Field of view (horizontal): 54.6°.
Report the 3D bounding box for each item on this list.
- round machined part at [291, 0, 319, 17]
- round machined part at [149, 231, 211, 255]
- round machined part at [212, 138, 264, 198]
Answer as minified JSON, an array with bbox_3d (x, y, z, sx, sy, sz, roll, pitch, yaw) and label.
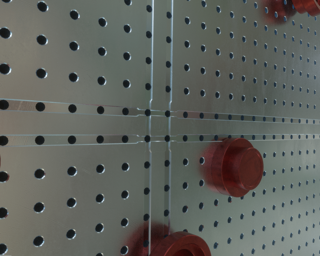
[{"bbox_3d":[0.305,-0.278,0.644,0.099,0.042,0.098,12,72,-41],"label":"round machined part"},{"bbox_3d":[0.021,0.187,0.414,0.099,0.042,0.097,1,89,-39],"label":"round machined part"},{"bbox_3d":[0.133,0.065,0.508,0.099,0.042,0.097,0,90,-40],"label":"round machined part"}]
